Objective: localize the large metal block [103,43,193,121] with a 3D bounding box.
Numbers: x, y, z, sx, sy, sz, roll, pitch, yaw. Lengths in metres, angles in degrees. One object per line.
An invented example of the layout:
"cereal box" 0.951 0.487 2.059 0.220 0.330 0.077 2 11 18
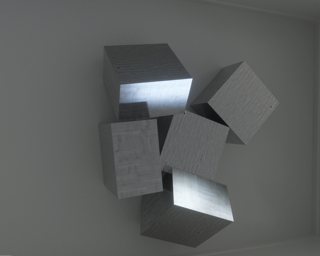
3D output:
"large metal block" -0.019 -0.057 0.367 0.081 0.080 0.050 -8 135 -19

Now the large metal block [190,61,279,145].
"large metal block" 0.105 -0.034 0.436 0.080 0.050 0.080 46 76 -15

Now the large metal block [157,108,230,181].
"large metal block" 0.035 0.024 0.411 0.080 0.050 0.080 20 83 -19

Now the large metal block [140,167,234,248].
"large metal block" 0.030 0.102 0.386 0.080 0.080 0.050 21 41 -21

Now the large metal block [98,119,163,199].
"large metal block" -0.038 0.032 0.367 0.050 0.080 0.079 -6 92 -20
